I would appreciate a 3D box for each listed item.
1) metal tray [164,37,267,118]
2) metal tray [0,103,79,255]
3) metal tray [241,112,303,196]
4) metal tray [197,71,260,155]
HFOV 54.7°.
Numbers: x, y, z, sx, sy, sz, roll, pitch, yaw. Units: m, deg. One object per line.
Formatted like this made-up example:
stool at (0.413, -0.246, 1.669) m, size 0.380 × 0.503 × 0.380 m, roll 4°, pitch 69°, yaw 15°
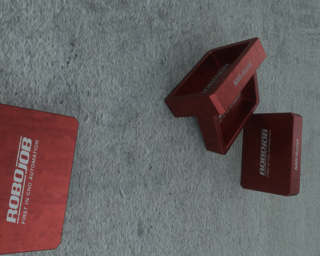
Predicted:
metal tray at (0.076, -0.069, 0.425) m, size 0.130 × 0.090 × 0.030 m, roll -49°, pitch 118°, yaw -29°
metal tray at (-0.133, 0.047, 0.290) m, size 0.091 × 0.030 × 0.129 m, roll 12°, pitch 83°, yaw -39°
metal tray at (0.184, 0.041, 0.515) m, size 0.030 × 0.090 × 0.129 m, roll 6°, pitch 86°, yaw -40°
metal tray at (0.108, -0.034, 0.474) m, size 0.130 × 0.030 × 0.090 m, roll -50°, pitch 138°, yaw -28°
